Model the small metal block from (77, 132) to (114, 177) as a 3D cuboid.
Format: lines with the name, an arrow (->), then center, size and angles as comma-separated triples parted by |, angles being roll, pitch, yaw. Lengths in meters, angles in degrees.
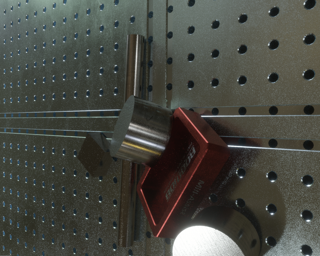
small metal block -> -0.101, 0.042, 0.493 | 0.050, 0.025, 0.050 | 42, 116, 31

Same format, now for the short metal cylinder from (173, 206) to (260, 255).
short metal cylinder -> 0.061, 0.131, 0.331 | 0.080, 0.050, 0.079 | 7, 104, 28

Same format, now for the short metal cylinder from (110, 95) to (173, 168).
short metal cylinder -> -0.025, 0.005, 0.389 | 0.080, 0.050, 0.080 | -55, 24, 40

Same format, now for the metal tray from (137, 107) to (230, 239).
metal tray -> 0.020, 0.052, 0.365 | 0.129, 0.030, 0.090 | -64, 29, 20

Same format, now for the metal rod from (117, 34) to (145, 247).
metal rod -> -0.042, 0.019, 0.444 | 0.025, 0.025, 0.298 | 5, 93, 40
